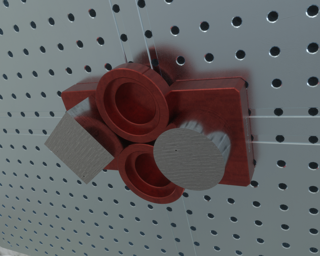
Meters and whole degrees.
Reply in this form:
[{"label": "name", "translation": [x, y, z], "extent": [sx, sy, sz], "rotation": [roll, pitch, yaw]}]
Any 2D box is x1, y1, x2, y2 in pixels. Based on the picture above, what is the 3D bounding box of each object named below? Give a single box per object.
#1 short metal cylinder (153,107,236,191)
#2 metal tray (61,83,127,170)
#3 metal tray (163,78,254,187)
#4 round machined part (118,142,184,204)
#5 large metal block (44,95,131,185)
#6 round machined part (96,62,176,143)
[{"label": "short metal cylinder", "translation": [0.040, 0.023, 0.348], "extent": [0.080, 0.050, 0.079], "rotation": [13, 124, 21]}, {"label": "metal tray", "translation": [-0.080, 0.000, 0.450], "extent": [0.090, 0.030, 0.129], "rotation": [0, 119, 27]}, {"label": "metal tray", "translation": [0.061, 0.007, 0.378], "extent": [0.090, 0.030, 0.129], "rotation": [1, 119, 28]}, {"label": "round machined part", "translation": [-0.005, 0.052, 0.423], "extent": [0.098, 0.042, 0.097], "rotation": [13, 124, 21]}, {"label": "large metal block", "translation": [-0.096, 0.017, 0.417], "extent": [0.080, 0.050, 0.080], "rotation": [45, 129, -3]}, {"label": "round machined part", "translation": [-0.026, -0.034, 0.381], "extent": [0.098, 0.042, 0.097], "rotation": [13, 124, 21]}]
